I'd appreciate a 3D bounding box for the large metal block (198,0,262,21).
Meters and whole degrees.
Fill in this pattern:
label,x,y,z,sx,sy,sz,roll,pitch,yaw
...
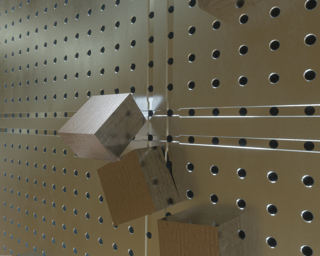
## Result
label,x,y,z,sx,sy,sz,roll,pitch,yaw
large metal block,0.080,-0.175,0.327,0.080,0.050,0.080,-17,79,39

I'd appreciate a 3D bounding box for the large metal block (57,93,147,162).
label,x,y,z,sx,sy,sz,roll,pitch,yaw
large metal block,-0.079,-0.002,0.432,0.080,0.080,0.050,1,134,40

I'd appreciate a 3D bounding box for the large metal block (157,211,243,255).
label,x,y,z,sx,sy,sz,roll,pitch,yaw
large metal block,0.047,0.143,0.355,0.080,0.050,0.080,-8,85,40

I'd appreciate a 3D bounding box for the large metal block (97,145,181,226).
label,x,y,z,sx,sy,sz,roll,pitch,yaw
large metal block,-0.030,0.077,0.417,0.080,0.050,0.080,-30,74,36
